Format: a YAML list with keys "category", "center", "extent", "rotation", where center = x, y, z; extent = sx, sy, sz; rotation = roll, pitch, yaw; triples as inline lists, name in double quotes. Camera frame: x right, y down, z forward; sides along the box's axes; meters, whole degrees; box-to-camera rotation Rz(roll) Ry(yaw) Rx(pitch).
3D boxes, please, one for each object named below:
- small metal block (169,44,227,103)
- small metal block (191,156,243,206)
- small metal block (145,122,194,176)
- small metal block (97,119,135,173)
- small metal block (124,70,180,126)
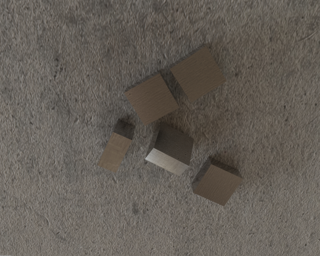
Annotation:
- category: "small metal block"
  center: [0.046, -0.068, 0.385]
  extent: [0.050, 0.025, 0.050]
  rotation: [-31, 107, 11]
- category: "small metal block"
  center: [0.080, 0.075, 0.438]
  extent: [0.050, 0.025, 0.050]
  rotation: [26, 108, -9]
- category: "small metal block"
  center: [0.014, 0.027, 0.403]
  extent: [0.050, 0.050, 0.025]
  rotation: [28, 131, -10]
- category: "small metal block"
  center: [-0.056, 0.022, 0.404]
  extent: [0.025, 0.050, 0.050]
  rotation: [25, 108, -9]
- category: "small metal block"
  center: [-0.010, -0.039, 0.395]
  extent: [0.050, 0.025, 0.050]
  rotation: [-28, 108, 9]
